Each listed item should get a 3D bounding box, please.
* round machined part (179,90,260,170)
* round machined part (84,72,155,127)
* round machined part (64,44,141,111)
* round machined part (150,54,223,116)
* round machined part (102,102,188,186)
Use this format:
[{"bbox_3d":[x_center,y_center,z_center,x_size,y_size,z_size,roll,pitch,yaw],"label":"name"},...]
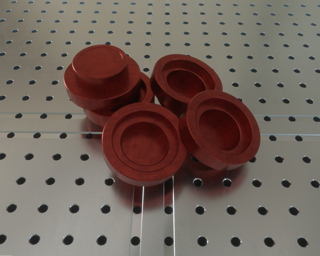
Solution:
[{"bbox_3d":[0.068,0.006,0.377,0.099,0.042,0.098,11,59,-18],"label":"round machined part"},{"bbox_3d":[-0.056,-0.037,0.426,0.099,0.042,0.098,0,50,0],"label":"round machined part"},{"bbox_3d":[-0.075,-0.071,0.400,0.099,0.042,0.098,0,50,0],"label":"round machined part"},{"bbox_3d":[0.033,-0.055,0.431,0.099,0.042,0.098,11,50,-13],"label":"round machined part"},{"bbox_3d":[-0.019,0.022,0.367,0.099,0.042,0.098,5,64,-9],"label":"round machined part"}]
